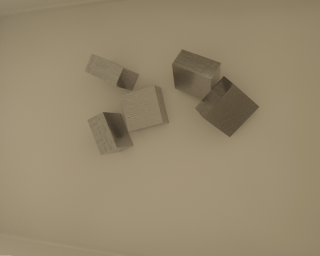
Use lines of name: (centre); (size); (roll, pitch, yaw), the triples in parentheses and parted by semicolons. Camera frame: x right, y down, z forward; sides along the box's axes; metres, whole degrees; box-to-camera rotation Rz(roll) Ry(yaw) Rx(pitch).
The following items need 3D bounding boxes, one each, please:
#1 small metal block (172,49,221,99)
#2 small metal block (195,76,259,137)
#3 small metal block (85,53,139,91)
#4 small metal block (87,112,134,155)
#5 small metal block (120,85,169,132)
small metal block: (0.045, -0.063, 0.378); (0.050, 0.050, 0.025); (24, 69, 18)
small metal block: (0.079, -0.024, 0.367); (0.050, 0.050, 0.025); (-49, 32, 13)
small metal block: (-0.064, -0.075, 0.420); (0.050, 0.050, 0.025); (27, 99, 18)
small metal block: (-0.066, 0.007, 0.420); (0.025, 0.050, 0.050); (-25, 82, 18)
small metal block: (-0.020, -0.025, 0.418); (0.050, 0.025, 0.050); (-15, 85, 19)
